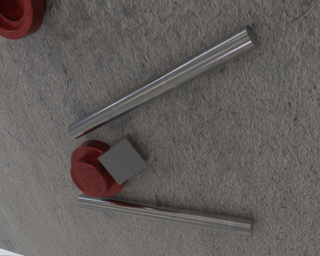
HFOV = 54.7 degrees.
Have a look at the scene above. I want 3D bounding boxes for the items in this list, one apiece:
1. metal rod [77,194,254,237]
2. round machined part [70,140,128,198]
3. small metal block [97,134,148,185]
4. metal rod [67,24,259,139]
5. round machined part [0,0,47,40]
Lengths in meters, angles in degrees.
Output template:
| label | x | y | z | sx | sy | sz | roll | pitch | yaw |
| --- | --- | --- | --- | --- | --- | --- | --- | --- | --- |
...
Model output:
| label | x | y | z | sx | sy | sz | roll | pitch | yaw |
| --- | --- | --- | --- | --- | --- | --- | --- | --- | --- |
| metal rod | -0.007 | 0.134 | 0.493 | 0.300 | 0.025 | 0.025 | 1 | 119 | 27 |
| round machined part | -0.103 | 0.072 | 0.494 | 0.098 | 0.042 | 0.097 | 13 | 124 | 21 |
| small metal block | -0.053 | 0.045 | 0.448 | 0.050 | 0.025 | 0.050 | -36 | 100 | 7 |
| metal rod | -0.021 | -0.043 | 0.391 | 0.299 | 0.025 | 0.025 | -23 | 106 | 36 |
| round machined part | -0.185 | -0.166 | 0.391 | 0.098 | 0.042 | 0.097 | 13 | 124 | 21 |
